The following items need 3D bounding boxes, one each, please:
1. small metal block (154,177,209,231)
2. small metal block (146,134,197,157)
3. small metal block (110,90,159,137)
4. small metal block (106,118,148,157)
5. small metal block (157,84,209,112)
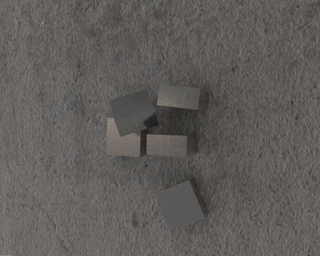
[{"bbox_3d":[0.028,0.097,0.399,0.050,0.025,0.050,-25,82,18],"label":"small metal block"},{"bbox_3d":[0.016,0.021,0.390,0.050,0.050,0.025,1,91,20],"label":"small metal block"},{"bbox_3d":[-0.034,-0.020,0.398,0.050,0.050,0.025,-17,128,-5],"label":"small metal block"},{"bbox_3d":[-0.045,0.012,0.425,0.050,0.025,0.050,3,91,20],"label":"small metal block"},{"bbox_3d":[0.030,-0.037,0.385,0.050,0.050,0.025,8,93,20],"label":"small metal block"}]
